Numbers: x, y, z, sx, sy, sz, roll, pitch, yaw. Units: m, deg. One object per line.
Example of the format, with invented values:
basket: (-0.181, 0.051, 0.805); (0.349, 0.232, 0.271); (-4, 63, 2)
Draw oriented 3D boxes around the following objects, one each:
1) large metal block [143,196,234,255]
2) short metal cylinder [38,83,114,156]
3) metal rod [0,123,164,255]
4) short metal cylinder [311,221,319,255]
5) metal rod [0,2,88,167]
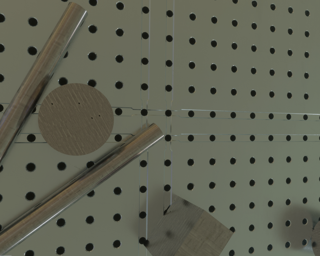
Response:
large metal block: (0.033, 0.142, 0.396); (0.050, 0.080, 0.080); (41, 77, -16)
short metal cylinder: (-0.099, -0.010, 0.363); (0.081, 0.050, 0.079); (0, 90, -20)
metal rod: (-0.120, 0.088, 0.368); (0.301, 0.025, 0.025); (-36, 102, -17)
short metal cylinder: (0.292, 0.185, 0.491); (0.050, 0.080, 0.080); (18, 84, -19)
metal rod: (-0.164, -0.012, 0.351); (0.025, 0.025, 0.299); (29, 80, -18)
